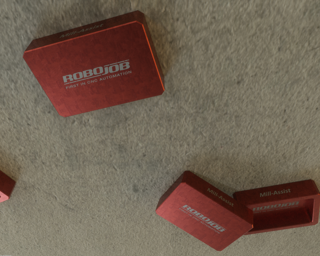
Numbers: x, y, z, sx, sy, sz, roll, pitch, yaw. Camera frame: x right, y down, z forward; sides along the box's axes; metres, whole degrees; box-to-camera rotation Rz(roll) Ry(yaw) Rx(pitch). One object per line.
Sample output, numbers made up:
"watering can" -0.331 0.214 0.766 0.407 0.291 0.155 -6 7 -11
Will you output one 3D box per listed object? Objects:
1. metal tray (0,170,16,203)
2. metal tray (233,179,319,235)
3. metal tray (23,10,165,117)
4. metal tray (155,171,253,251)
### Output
"metal tray" -0.298 0.071 0.460 0.090 0.030 0.130 -23 127 18
"metal tray" 0.195 0.136 0.522 0.131 0.030 0.090 -12 130 9
"metal tray" -0.069 -0.067 0.346 0.131 0.030 0.090 -12 129 9
"metal tray" 0.070 0.135 0.496 0.130 0.030 0.089 33 124 -5
